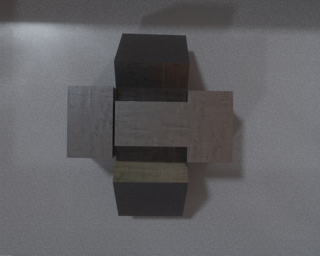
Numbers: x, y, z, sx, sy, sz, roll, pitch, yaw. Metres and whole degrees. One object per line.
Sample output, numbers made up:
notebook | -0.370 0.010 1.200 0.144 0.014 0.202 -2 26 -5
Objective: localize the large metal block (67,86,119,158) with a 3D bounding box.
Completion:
large metal block | -0.077 -0.007 0.382 0.050 0.080 0.080 1 90 0

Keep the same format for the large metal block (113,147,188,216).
large metal block | -0.011 0.066 0.376 0.081 0.080 0.050 1 48 -1

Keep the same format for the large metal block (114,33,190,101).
large metal block | -0.009 -0.075 0.376 0.081 0.080 0.050 2 128 0

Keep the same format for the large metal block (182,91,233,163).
large metal block | 0.056 -0.002 0.383 0.050 0.080 0.080 1 90 0

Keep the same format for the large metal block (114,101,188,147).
large metal block | -0.010 -0.005 0.383 0.081 0.080 0.050 1 90 0
